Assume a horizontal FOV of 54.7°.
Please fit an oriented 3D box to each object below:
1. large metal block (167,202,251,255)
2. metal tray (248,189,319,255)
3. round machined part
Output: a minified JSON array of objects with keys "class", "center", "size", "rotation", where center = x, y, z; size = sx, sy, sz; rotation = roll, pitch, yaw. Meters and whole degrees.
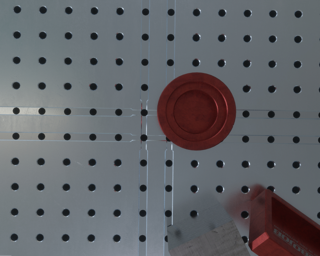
[{"class":"large metal block","center":[0.057,0.142,0.386],"size":[0.080,0.080,0.050],"rotation":[-26,90,0]},{"class":"metal tray","center":[0.173,0.145,0.381],"size":[0.130,0.090,0.030],"rotation":[35,121,0]},{"class":"round machined part","center":[0.046,-0.021,0.405],"size":[0.099,0.042,0.097],"rotation":[0,90,0]}]
